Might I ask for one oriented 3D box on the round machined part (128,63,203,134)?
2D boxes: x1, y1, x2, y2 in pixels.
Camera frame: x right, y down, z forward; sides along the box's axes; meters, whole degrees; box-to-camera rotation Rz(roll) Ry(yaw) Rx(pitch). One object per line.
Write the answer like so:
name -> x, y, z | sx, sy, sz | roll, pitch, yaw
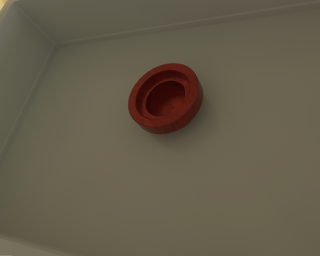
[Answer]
round machined part -> 0.011, -0.034, 0.411 | 0.098, 0.042, 0.098 | -13, 56, 21
